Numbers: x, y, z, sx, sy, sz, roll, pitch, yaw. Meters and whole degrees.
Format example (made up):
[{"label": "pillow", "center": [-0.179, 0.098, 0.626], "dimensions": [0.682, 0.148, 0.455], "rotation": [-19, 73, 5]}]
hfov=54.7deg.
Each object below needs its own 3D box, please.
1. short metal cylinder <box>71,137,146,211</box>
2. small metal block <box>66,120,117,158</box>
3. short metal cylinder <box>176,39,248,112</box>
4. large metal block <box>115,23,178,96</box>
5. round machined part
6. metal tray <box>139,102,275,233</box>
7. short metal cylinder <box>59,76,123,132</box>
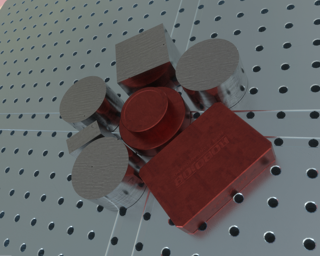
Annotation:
[{"label": "short metal cylinder", "center": [-0.062, 0.058, 0.389], "dimensions": [0.080, 0.050, 0.080], "rotation": [-13, 56, 21]}, {"label": "small metal block", "center": [-0.090, 0.023, 0.424], "dimensions": [0.050, 0.050, 0.025], "rotation": [-33, 52, 7]}, {"label": "short metal cylinder", "center": [0.067, -0.067, 0.397], "dimensions": [0.080, 0.050, 0.080], "rotation": [-13, 56, 21]}, {"label": "large metal block", "center": [-0.017, -0.096, 0.461], "dimensions": [0.080, 0.050, 0.080], "rotation": [-19, 54, 17]}, {"label": "round machined part", "center": [-0.013, -0.016, 0.413], "dimensions": [0.098, 0.042, 0.098], "rotation": [-13, 56, 21]}, {"label": "metal tray", "center": [0.050, 0.041, 0.352], "dimensions": [0.130, 0.030, 0.090], "rotation": [-42, 51, -1]}, {"label": "short metal cylinder", "center": [-0.101, -0.030, 0.463], "dimensions": [0.080, 0.050, 0.080], "rotation": [-13, 56, 21]}]
